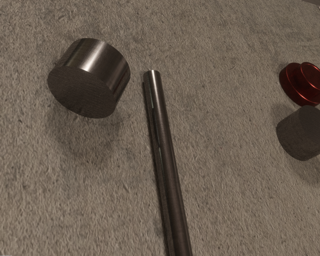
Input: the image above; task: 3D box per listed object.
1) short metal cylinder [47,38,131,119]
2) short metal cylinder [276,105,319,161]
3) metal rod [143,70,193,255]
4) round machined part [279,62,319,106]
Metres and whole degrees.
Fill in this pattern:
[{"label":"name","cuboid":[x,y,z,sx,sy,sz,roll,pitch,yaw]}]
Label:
[{"label":"short metal cylinder","cuboid":[-0.081,-0.056,0.360,0.080,0.080,0.050,28,52,-11]},{"label":"short metal cylinder","cuboid":[0.244,0.009,0.517,0.081,0.050,0.080,14,56,-21]},{"label":"metal rod","cuboid":[0.010,0.056,0.376,0.025,0.025,0.299,5,59,-26]},{"label":"round machined part","cuboid":[0.287,-0.090,0.606,0.099,0.042,0.098,14,56,-21]}]
